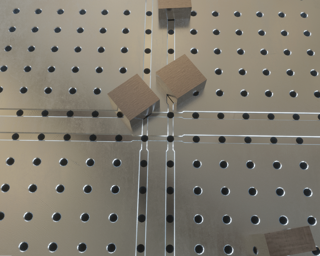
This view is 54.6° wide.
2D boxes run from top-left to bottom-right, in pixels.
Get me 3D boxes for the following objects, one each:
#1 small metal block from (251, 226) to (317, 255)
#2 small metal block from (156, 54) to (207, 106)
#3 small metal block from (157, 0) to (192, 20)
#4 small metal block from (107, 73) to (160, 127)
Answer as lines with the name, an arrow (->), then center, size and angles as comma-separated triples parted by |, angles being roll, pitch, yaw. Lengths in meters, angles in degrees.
small metal block -> 0.138, 0.129, 0.352 | 0.050, 0.050, 0.025 | -9, 71, -3
small metal block -> 0.029, -0.068, 0.437 | 0.050, 0.025, 0.050 | -34, 74, -12
small metal block -> 0.021, -0.199, 0.485 | 0.050, 0.025, 0.050 | -3, 70, -1
small metal block -> -0.035, -0.038, 0.425 | 0.050, 0.025, 0.050 | -37, 74, -12
